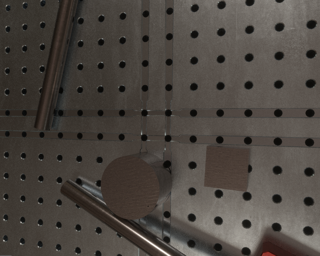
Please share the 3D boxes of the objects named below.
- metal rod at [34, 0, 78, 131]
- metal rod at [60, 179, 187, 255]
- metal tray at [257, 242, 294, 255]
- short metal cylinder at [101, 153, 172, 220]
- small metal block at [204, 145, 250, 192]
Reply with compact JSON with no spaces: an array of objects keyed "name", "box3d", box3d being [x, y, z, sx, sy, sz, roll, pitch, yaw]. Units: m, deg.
[{"name":"metal rod","box3d":[-0.145,-0.144,0.462,0.025,0.025,0.298,15,95,19]},{"name":"metal rod","box3d":[-0.015,0.148,0.399,0.300,0.025,0.025,26,99,24]},{"name":"metal tray","box3d":[0.138,0.214,0.361,0.090,0.030,0.129,25,98,17]},{"name":"short metal cylinder","box3d":[-0.030,0.074,0.409,0.080,0.050,0.079,0,90,19]},{"name":"small metal block","box3d":[0.083,0.048,0.383,0.050,0.025,0.050,4,91,19]}]
